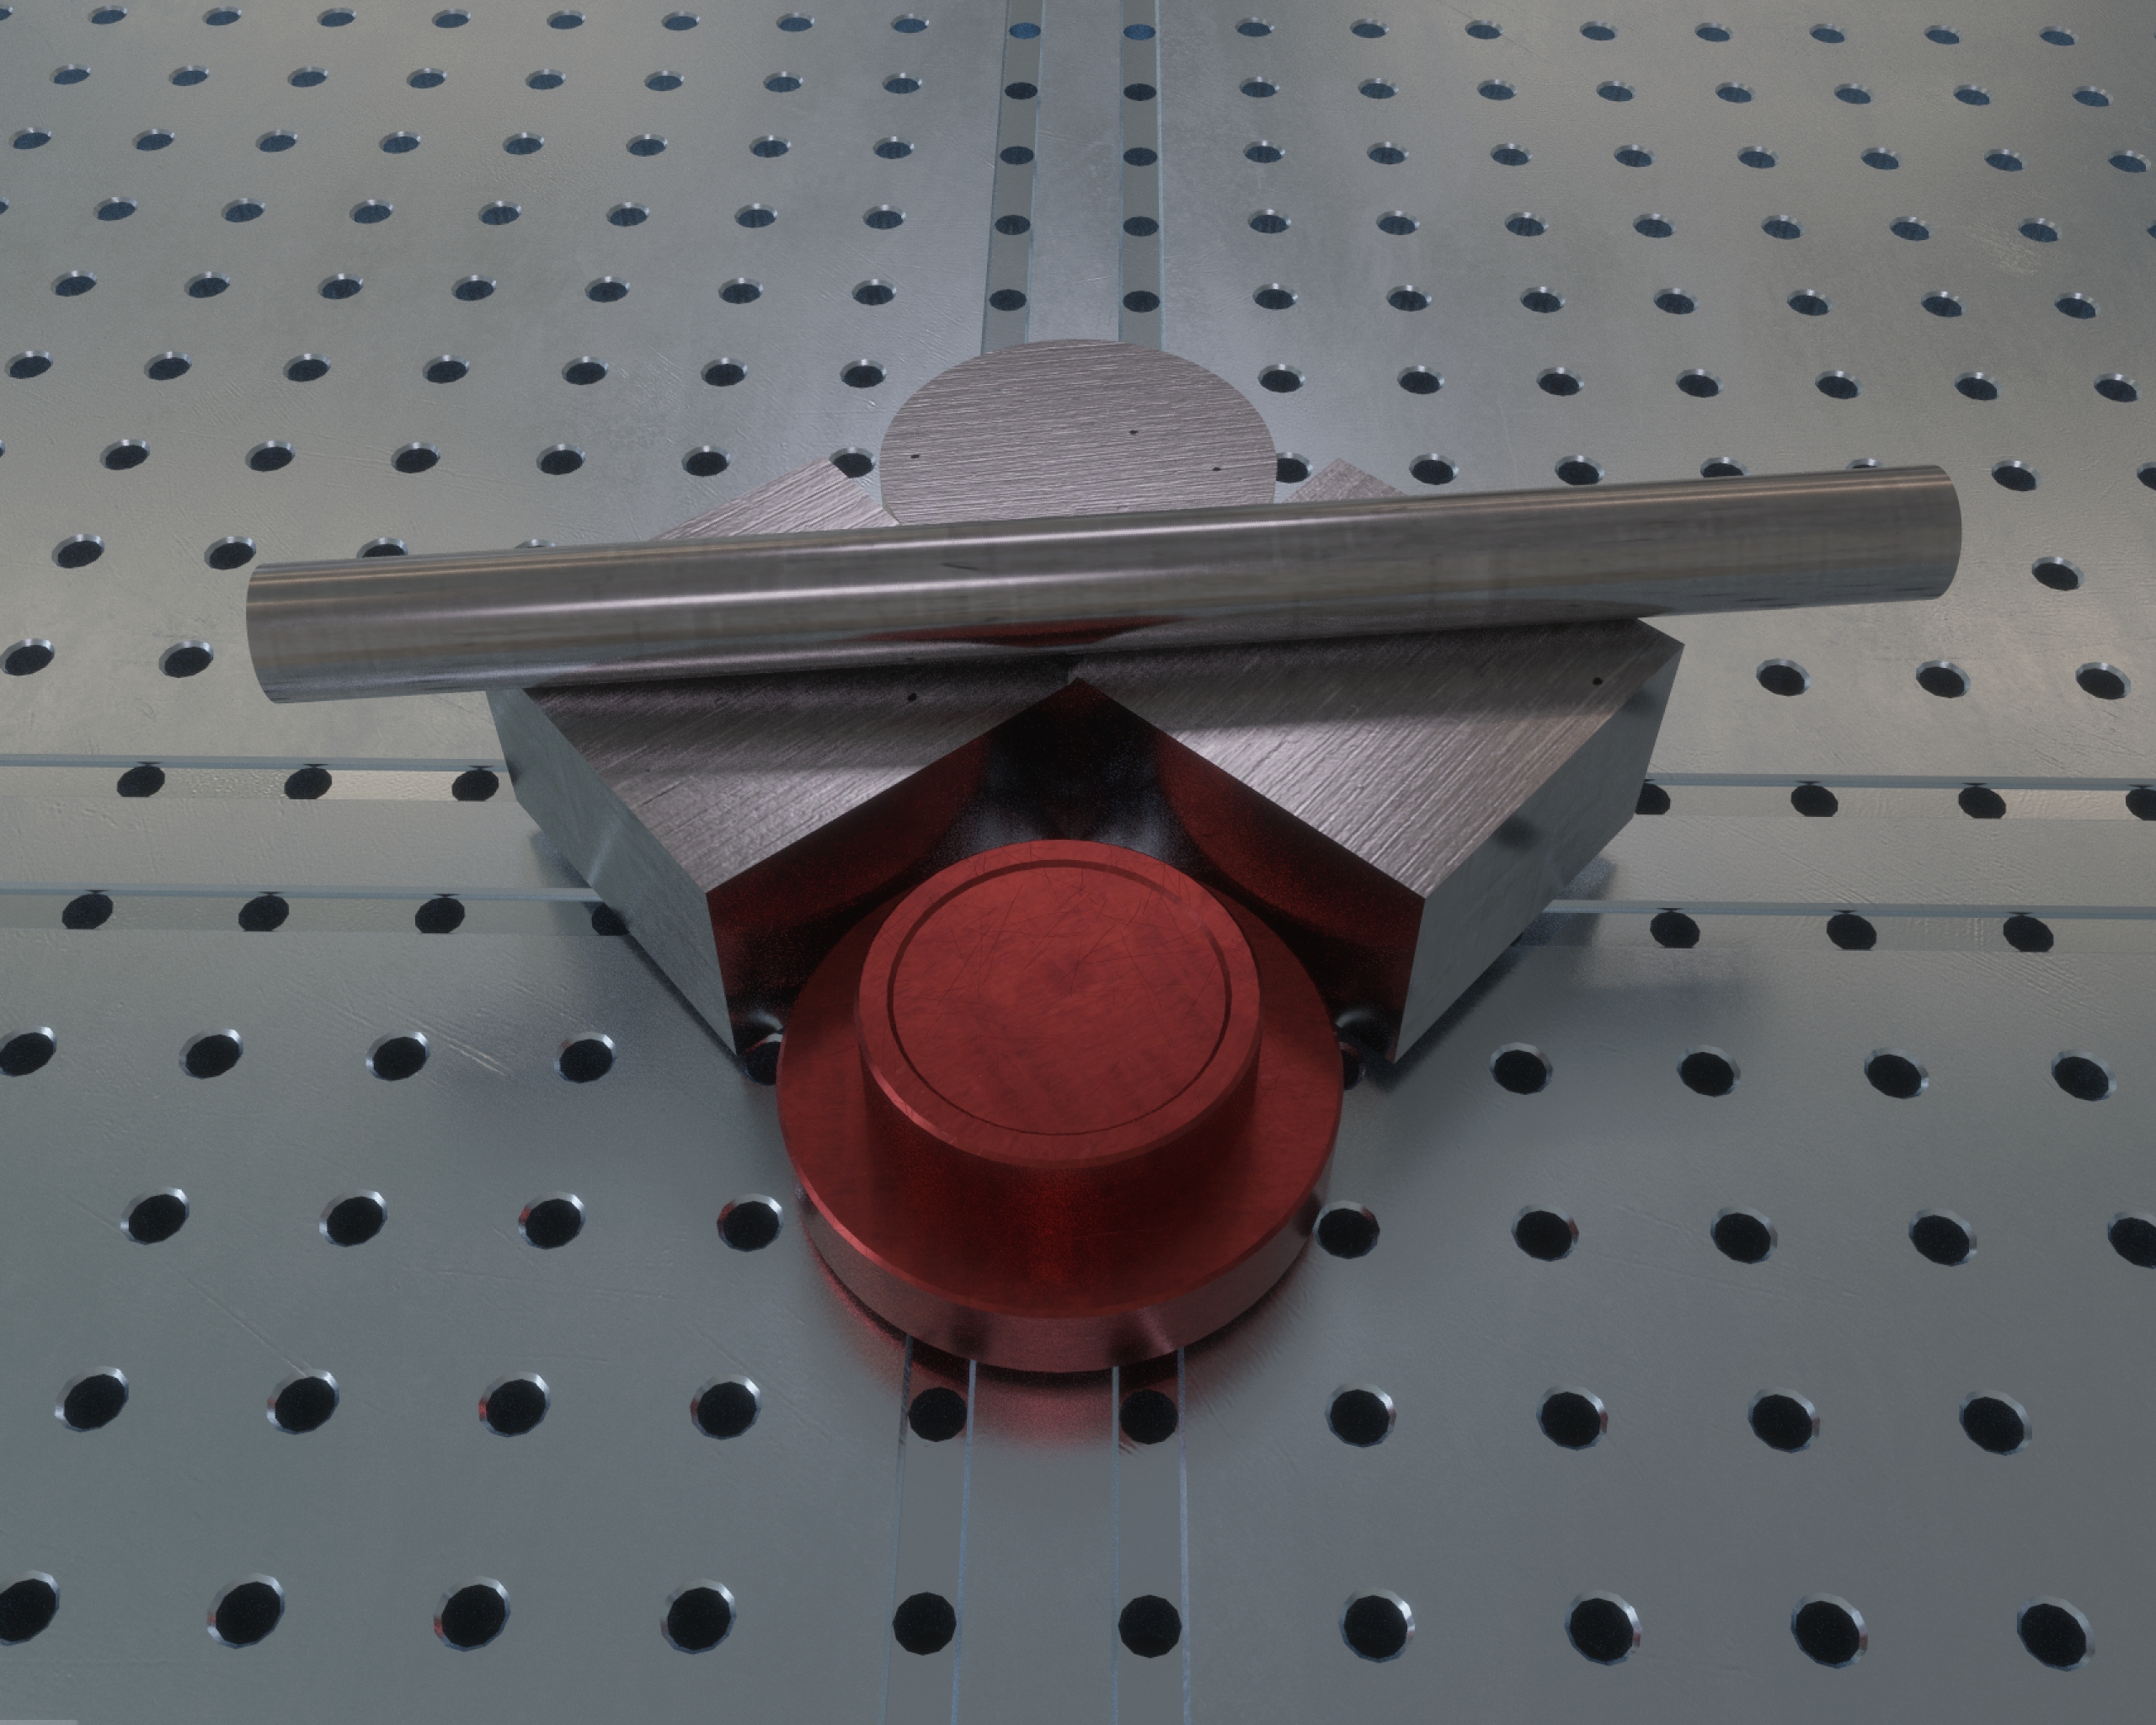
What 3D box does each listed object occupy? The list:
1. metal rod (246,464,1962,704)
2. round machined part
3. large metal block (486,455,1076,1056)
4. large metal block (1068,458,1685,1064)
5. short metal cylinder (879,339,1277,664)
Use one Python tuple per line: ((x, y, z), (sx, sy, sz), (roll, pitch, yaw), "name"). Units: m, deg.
((0.007, -0.051, 0.378), (0.302, 0.025, 0.025), (-4, 50, -3), "metal rod")
((-0.003, 0.034, 0.362), (0.099, 0.042, 0.098), (0, 50, 0), "round machined part")
((-0.058, -0.023, 0.405), (0.081, 0.050, 0.080), (-32, 59, -25), "large metal block")
((0.055, -0.022, 0.402), (0.080, 0.050, 0.080), (35, 59, 25), "large metal block")
((0.000, -0.066, 0.442), (0.081, 0.050, 0.080), (0, 50, 0), "short metal cylinder")
